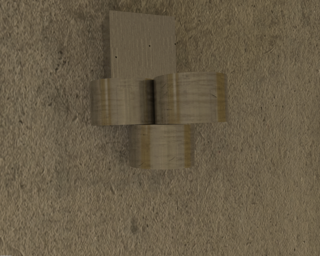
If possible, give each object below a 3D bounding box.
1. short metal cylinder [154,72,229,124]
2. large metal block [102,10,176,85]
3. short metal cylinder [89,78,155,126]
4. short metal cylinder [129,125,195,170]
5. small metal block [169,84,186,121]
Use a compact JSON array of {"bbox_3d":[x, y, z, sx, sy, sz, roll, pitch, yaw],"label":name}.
[{"bbox_3d":[0.034,-0.030,0.341,0.081,0.080,0.050,-2,91,-20],"label":"short metal cylinder"},{"bbox_3d":[-0.027,-0.095,0.388,0.081,0.050,0.080,-2,91,-20],"label":"large metal block"},{"bbox_3d":[-0.041,-0.029,0.366,0.081,0.080,0.050,-2,91,-20],"label":"short metal cylinder"},{"bbox_3d":[0.002,0.021,0.383,0.081,0.080,0.050,0,90,-20],"label":"short metal cylinder"},{"bbox_3d":[0.014,-0.030,0.405,0.025,0.050,0.050,1,90,-20],"label":"small metal block"}]
